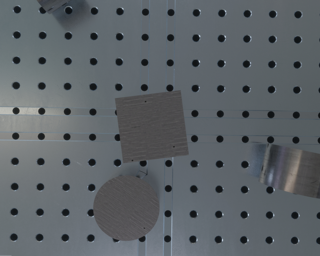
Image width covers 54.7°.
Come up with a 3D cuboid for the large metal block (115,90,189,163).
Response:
[{"bbox_3d":[-0.010,-0.002,0.401,0.081,0.050,0.080,-7,90,0],"label":"large metal block"}]

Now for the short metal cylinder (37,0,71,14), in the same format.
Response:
[{"bbox_3d":[-0.142,-0.191,0.385,0.050,0.080,0.080,-34,90,0],"label":"short metal cylinder"}]

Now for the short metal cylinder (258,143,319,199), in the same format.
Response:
[{"bbox_3d":[0.170,0.052,0.387,0.080,0.080,0.050,12,90,0],"label":"short metal cylinder"}]

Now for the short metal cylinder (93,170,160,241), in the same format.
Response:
[{"bbox_3d":[-0.041,0.097,0.401,0.081,0.050,0.079,0,90,0],"label":"short metal cylinder"}]
